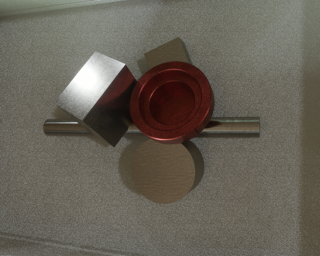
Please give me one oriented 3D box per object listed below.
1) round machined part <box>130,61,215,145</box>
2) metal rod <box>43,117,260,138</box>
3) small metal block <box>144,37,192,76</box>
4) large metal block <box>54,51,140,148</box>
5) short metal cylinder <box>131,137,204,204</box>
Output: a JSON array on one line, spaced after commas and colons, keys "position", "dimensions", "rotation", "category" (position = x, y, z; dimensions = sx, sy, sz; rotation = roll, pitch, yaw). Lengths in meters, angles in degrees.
[{"position": [0.017, -0.027, 0.373], "dimensions": [0.098, 0.042, 0.098], "rotation": [-6, 70, 18], "category": "round machined part"}, {"position": [-0.024, -0.001, 0.415], "dimensions": [0.301, 0.025, 0.025], "rotation": [0, 90, 19], "category": "metal rod"}, {"position": [0.014, -0.082, 0.404], "dimensions": [0.050, 0.025, 0.050], "rotation": [-22, 83, 18], "category": "small metal block"}, {"position": [-0.069, -0.034, 0.387], "dimensions": [0.050, 0.080, 0.080], "rotation": [28, 76, 28], "category": "large metal block"}, {"position": [0.011, 0.050, 0.390], "dimensions": [0.080, 0.050, 0.079], "rotation": [0, 90, 19], "category": "short metal cylinder"}]
